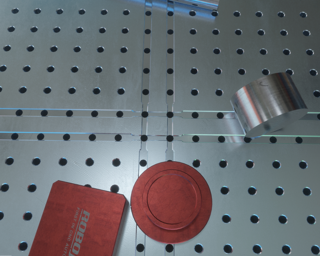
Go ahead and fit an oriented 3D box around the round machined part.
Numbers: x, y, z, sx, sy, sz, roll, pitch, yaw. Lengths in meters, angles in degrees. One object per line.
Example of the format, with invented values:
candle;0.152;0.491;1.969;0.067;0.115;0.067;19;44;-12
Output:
round machined part;0.014;0.087;0.371;0.099;0.042;0.098;0;70;0

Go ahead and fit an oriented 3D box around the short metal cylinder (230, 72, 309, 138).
short metal cylinder;0.137;-0.027;0.393;0.080;0.080;0.050;-17;71;-6

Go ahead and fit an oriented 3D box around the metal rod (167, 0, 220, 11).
metal rod;-0.053;-0.233;0.496;0.301;0.025;0.025;15;71;5

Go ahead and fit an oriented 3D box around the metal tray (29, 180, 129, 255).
metal tray;-0.096;0.134;0.359;0.090;0.030;0.130;12;70;4
